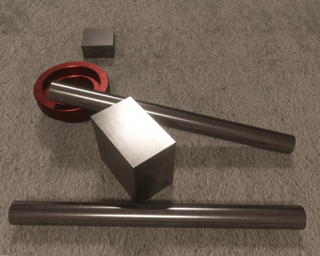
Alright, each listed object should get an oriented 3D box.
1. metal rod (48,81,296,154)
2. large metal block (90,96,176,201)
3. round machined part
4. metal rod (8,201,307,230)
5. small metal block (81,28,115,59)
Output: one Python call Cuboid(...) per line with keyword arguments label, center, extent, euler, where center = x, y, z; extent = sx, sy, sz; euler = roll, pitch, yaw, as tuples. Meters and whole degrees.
Cuboid(label="metal rod", center=(0.017, -0.012, 0.382), extent=(0.302, 0.025, 0.025), euler=(13, 51, -2))
Cuboid(label="large metal block", center=(-0.029, 0.026, 0.345), extent=(0.050, 0.080, 0.080), euler=(-30, 57, -23))
Cuboid(label="round machined part", center=(-0.118, -0.045, 0.429), extent=(0.099, 0.042, 0.098), euler=(0, 50, 0))
Cuboid(label="metal rod", center=(-0.003, 0.092, 0.326), extent=(0.302, 0.025, 0.025), euler=(1, 50, 0))
Cuboid(label="small metal block", center=(-0.103, -0.143, 0.522), extent=(0.050, 0.025, 0.050), euler=(-3, 50, -3))
